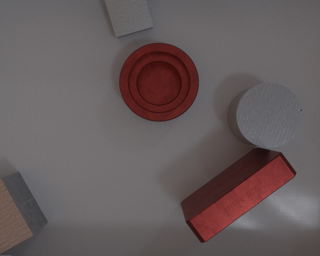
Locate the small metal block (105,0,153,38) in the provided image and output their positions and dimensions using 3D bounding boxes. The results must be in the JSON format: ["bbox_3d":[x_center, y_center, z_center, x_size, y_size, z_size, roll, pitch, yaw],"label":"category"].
[{"bbox_3d":[-0.040,-0.150,0.406,0.050,0.025,0.050,-16,103,0],"label":"small metal block"}]

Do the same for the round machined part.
[{"bbox_3d":[-0.001,-0.057,0.403,0.099,0.042,0.097,0,90,-1],"label":"round machined part"}]

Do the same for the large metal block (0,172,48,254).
[{"bbox_3d":[-0.207,0.114,0.396,0.080,0.050,0.080,-29,90,0],"label":"large metal block"}]

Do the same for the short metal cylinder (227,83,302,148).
[{"bbox_3d":[0.133,-0.016,0.401,0.081,0.050,0.079,0,90,-1],"label":"short metal cylinder"}]

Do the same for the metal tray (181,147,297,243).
[{"bbox_3d":[0.089,0.076,0.380,0.130,0.090,0.030,-36,90,0],"label":"metal tray"}]
